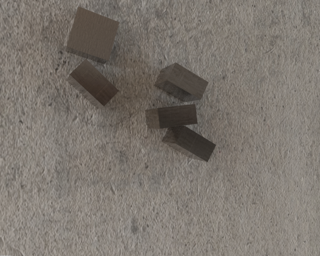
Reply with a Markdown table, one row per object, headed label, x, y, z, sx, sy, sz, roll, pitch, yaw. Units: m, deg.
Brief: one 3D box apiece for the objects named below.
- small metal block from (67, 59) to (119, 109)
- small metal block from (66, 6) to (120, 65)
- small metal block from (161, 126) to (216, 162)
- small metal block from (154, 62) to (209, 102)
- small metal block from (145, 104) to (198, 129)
| label | x | y | z | sx | sy | sz | roll | pitch | yaw |
| --- | --- | --- | --- | --- | --- | --- | --- | --- | --- |
| small metal block | -0.080 | -0.050 | 0.366 | 0.050 | 0.050 | 0.025 | 44 | 76 | -15 |
| small metal block | -0.083 | -0.111 | 0.378 | 0.050 | 0.025 | 0.050 | 16 | 85 | -20 |
| small metal block | 0.037 | 0.020 | 0.409 | 0.050 | 0.050 | 0.025 | 31 | 80 | -18 |
| small metal block | 0.027 | -0.058 | 0.405 | 0.050 | 0.050 | 0.025 | 27 | 81 | -18 |
| small metal block | 0.013 | -0.015 | 0.401 | 0.050 | 0.050 | 0.025 | -8 | 93 | -20 |
